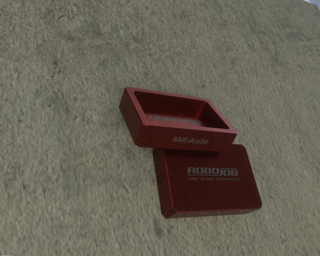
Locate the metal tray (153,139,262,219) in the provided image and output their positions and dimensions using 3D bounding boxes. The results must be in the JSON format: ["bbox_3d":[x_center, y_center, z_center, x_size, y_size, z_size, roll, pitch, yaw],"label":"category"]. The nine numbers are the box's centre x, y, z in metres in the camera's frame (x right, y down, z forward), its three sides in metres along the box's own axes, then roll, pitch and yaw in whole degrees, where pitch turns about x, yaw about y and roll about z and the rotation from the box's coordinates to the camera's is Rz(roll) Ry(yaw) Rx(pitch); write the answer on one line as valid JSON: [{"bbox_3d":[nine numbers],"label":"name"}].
[{"bbox_3d":[0.061,0.064,0.396,0.131,0.030,0.090,5,59,-26],"label":"metal tray"}]

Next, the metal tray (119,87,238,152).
[{"bbox_3d":[0.022,-0.011,0.396,0.131,0.030,0.090,5,32,-26],"label":"metal tray"}]
